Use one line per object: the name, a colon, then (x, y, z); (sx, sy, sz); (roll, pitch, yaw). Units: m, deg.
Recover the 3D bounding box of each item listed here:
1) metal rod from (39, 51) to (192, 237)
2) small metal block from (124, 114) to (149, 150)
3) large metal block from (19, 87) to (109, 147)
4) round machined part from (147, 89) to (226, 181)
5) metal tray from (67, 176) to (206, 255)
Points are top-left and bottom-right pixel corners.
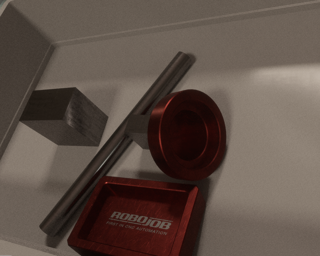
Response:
metal rod: (-0.054, 0.015, 0.423); (0.025, 0.025, 0.300); (30, 78, 37)
small metal block: (-0.008, 0.007, 0.388); (0.050, 0.050, 0.025); (4, 64, 29)
large metal block: (-0.136, -0.013, 0.448); (0.080, 0.080, 0.050); (0, 62, 28)
round machined part: (0.025, 0.008, 0.345); (0.042, 0.098, 0.098); (-6, 56, 52)
metal tray: (-0.025, 0.102, 0.337); (0.130, 0.030, 0.090); (1, 47, 28)
